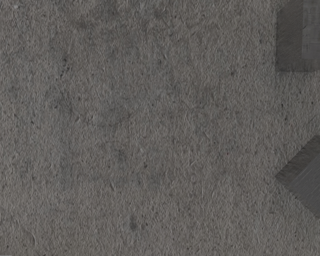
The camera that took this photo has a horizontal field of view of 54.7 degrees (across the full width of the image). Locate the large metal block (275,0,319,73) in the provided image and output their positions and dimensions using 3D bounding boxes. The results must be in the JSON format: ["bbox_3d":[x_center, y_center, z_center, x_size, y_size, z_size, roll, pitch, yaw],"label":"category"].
[{"bbox_3d":[0.184,-0.116,0.384,0.050,0.080,0.080,2,90,0],"label":"large metal block"}]

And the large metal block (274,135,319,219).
[{"bbox_3d":[0.213,0.066,0.399,0.080,0.050,0.080,44,90,0],"label":"large metal block"}]
